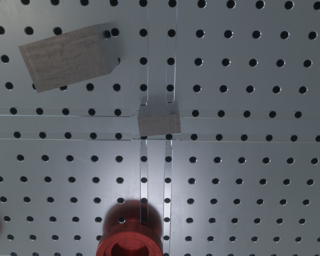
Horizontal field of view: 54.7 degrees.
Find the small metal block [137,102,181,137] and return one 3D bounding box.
[{"bbox_3d":[-0.001,-0.012,0.396,0.050,0.050,0.025,-5,110,2],"label":"small metal block"}]

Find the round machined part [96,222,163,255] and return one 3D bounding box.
[{"bbox_3d":[-0.044,0.184,0.472,0.099,0.042,0.097,0,110,0],"label":"round machined part"}]

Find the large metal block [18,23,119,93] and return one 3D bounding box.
[{"bbox_3d":[-0.097,-0.083,0.353,0.080,0.080,0.050,-14,110,5],"label":"large metal block"}]
